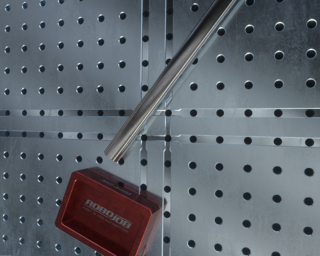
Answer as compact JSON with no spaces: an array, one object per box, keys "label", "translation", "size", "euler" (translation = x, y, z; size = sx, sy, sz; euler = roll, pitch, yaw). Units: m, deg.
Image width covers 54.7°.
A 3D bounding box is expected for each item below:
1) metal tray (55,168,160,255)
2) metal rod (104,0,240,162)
[{"label":"metal tray","translation":[-0.076,0.124,0.435],"size":[0.130,0.030,0.089],"euler":[23,97,18]},{"label":"metal rod","translation":[0.021,-0.077,0.404],"size":[0.025,0.025,0.299],"euler":[41,102,15]}]
